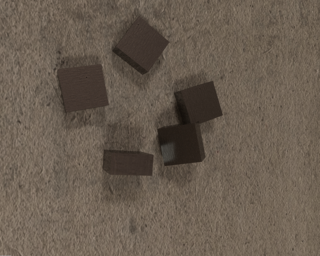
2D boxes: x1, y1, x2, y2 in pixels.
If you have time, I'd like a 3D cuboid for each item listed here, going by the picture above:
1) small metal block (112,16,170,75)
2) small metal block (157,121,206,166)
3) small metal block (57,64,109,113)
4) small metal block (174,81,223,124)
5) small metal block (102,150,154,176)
[{"bbox_3d":[-0.025,-0.105,0.401,0.050,0.025,0.050,37,78,-17],"label":"small metal block"},{"bbox_3d":[0.029,0.020,0.407,0.050,0.025,0.050,-9,94,20],"label":"small metal block"},{"bbox_3d":[-0.093,-0.048,0.375,0.050,0.025,0.050,-12,94,-20],"label":"small metal block"},{"bbox_3d":[0.053,-0.033,0.430,0.050,0.025,0.050,-20,97,-19],"label":"small metal block"},{"bbox_3d":[-0.041,0.042,0.382,0.050,0.050,0.025,5,89,-20],"label":"small metal block"}]
